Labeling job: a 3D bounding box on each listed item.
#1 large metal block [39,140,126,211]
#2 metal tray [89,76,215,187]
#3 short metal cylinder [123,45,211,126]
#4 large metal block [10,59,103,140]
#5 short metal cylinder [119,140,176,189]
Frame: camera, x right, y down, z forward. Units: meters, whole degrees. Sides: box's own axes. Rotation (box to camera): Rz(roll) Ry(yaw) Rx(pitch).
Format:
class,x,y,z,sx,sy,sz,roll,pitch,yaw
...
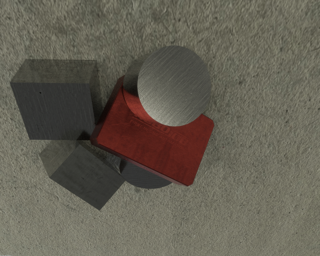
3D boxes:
class,x,y,z,sx,sy,sz,roll,pitch,yaw
large metal block,-0.103,0.051,0.406,0.050,0.080,0.080,-50,122,-7
metal tray,-0.005,0.004,0.371,0.131,0.090,0.030,29,164,-22
short metal cylinder,0.006,-0.043,0.330,0.081,0.050,0.079,-2,95,-23
large metal block,-0.114,-0.032,0.361,0.081,0.050,0.079,1,130,-1
short metal cylinder,-0.013,0.039,0.426,0.081,0.050,0.079,0,130,0
